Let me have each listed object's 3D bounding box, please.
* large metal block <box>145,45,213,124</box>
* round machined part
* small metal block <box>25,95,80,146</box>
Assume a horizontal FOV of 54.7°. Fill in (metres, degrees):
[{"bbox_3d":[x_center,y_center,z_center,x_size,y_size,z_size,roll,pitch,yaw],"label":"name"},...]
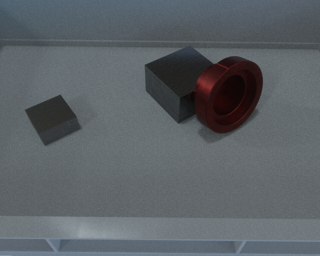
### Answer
[{"bbox_3d":[0.035,-0.064,0.443,0.081,0.050,0.080,-28,56,-22],"label":"large metal block"},{"bbox_3d":[0.083,-0.045,0.399,0.099,0.097,0.042,-28,41,-22],"label":"round machined part"},{"bbox_3d":[-0.143,-0.011,0.413,0.050,0.025,0.050,-29,56,-22],"label":"small metal block"}]
